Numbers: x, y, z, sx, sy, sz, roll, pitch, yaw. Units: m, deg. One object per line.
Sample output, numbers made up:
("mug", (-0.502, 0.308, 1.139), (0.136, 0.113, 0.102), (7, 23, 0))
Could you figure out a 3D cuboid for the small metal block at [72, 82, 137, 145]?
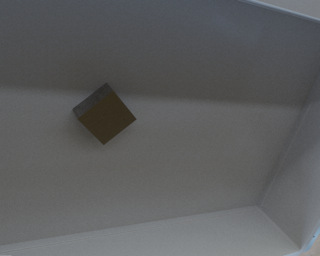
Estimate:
("small metal block", (-0.064, -0.016, 0.365), (0.050, 0.025, 0.050), (-39, 130, -2))
